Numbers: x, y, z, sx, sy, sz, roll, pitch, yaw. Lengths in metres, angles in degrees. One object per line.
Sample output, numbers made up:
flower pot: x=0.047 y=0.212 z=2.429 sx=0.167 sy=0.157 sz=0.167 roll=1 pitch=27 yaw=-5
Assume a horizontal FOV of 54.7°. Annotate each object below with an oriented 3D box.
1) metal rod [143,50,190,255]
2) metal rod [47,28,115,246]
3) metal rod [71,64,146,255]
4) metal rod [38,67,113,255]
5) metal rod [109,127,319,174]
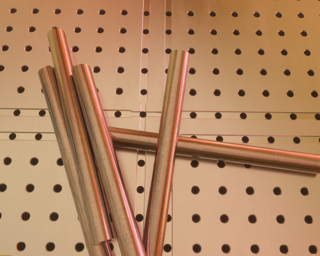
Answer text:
metal rod: x=0.004 y=0.049 z=0.371 sx=0.025 sy=0.025 sz=0.299 roll=8 pitch=78 yaw=2
metal rod: x=-0.106 y=-0.006 z=0.394 sx=0.025 sy=0.025 sz=0.299 roll=-16 pitch=67 yaw=-6
metal rod: x=-0.057 y=0.055 z=0.362 sx=0.025 sy=0.025 sz=0.299 roll=-17 pitch=70 yaw=-7
metal rod: x=-0.106 y=0.052 z=0.391 sx=0.025 sy=0.025 sz=0.299 roll=-20 pitch=71 yaw=-7
metal rod: x=0.060 y=0.027 z=0.402 sx=0.302 sy=0.025 sz=0.025 roll=8 pitch=70 yaw=2
